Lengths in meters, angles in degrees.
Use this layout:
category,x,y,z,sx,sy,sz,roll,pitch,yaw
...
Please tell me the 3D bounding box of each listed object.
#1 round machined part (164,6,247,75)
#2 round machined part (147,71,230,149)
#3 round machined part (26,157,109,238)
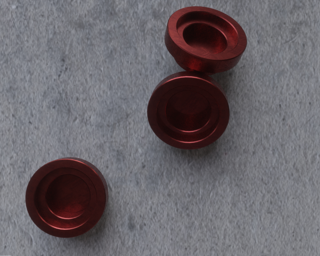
category,x,y,z,sx,sy,sz,roll,pitch,yaw
round machined part,0.054,-0.104,0.387,0.099,0.042,0.098,6,56,-8
round machined part,0.036,-0.025,0.389,0.099,0.042,0.097,3,118,6
round machined part,-0.116,0.086,0.400,0.099,0.042,0.097,0,90,-1
